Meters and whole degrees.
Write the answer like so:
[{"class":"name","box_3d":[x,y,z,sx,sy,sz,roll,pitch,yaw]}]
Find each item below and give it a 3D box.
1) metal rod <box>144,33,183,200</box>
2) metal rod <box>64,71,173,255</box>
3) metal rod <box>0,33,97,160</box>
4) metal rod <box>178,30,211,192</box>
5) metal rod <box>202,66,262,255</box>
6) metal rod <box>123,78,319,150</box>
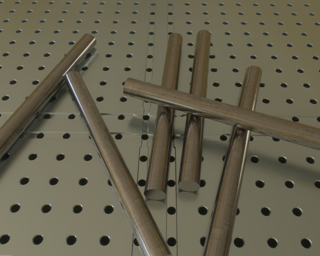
[{"class":"metal rod","box_3d":[0.011,-0.040,0.441,0.025,0.025,0.300,5,50,4]},{"class":"metal rod","box_3d":[-0.066,0.026,0.385,0.025,0.025,0.300,-21,53,-17]},{"class":"metal rod","box_3d":[-0.171,-0.044,0.443,0.025,0.025,0.301,15,52,12]},{"class":"metal rod","box_3d":[0.055,-0.048,0.447,0.025,0.025,0.300,7,50,5]},{"class":"metal rod","box_3d":[0.098,0.022,0.389,0.025,0.025,0.301,14,51,12]},{"class":"metal rod","box_3d":[0.096,-0.014,0.386,0.301,0.025,0.025,17,52,13]}]
